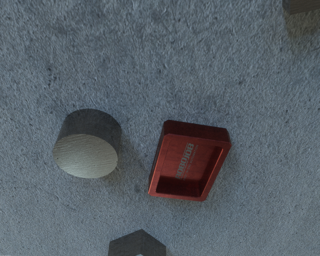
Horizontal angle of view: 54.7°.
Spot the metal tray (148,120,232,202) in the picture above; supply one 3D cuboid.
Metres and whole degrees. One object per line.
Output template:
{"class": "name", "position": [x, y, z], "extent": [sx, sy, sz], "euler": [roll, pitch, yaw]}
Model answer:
{"class": "metal tray", "position": [0.038, 0.052, 0.448], "extent": [0.091, 0.030, 0.129], "euler": [8, 130, -8]}

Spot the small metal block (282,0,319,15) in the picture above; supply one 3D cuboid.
{"class": "small metal block", "position": [0.144, -0.140, 0.290], "extent": [0.050, 0.025, 0.050], "euler": [-10, 130, 8]}

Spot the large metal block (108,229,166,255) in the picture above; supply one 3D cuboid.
{"class": "large metal block", "position": [-0.044, 0.249, 0.602], "extent": [0.080, 0.050, 0.080], "euler": [-29, 125, 22]}

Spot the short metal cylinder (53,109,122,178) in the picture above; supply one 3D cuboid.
{"class": "short metal cylinder", "position": [-0.093, 0.021, 0.408], "extent": [0.081, 0.050, 0.079], "euler": [0, 130, 0]}
